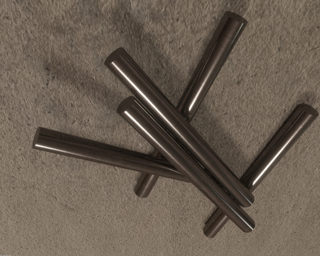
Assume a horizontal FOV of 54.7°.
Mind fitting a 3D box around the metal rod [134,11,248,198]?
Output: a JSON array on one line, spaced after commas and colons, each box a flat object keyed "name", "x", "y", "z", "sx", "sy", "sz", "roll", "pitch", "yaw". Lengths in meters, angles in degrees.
[{"name": "metal rod", "x": 0.024, "y": -0.006, "z": 0.402, "sx": 0.025, "sy": 0.025, "sz": 0.298, "roll": 16, "pitch": 128, "yaw": -14}]

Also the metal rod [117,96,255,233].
[{"name": "metal rod", "x": 0.052, "y": 0.065, "z": 0.414, "sx": 0.025, "sy": 0.025, "sz": 0.300, "roll": -29, "pitch": 125, "yaw": 22}]

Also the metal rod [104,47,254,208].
[{"name": "metal rod", "x": 0.043, "y": 0.019, "z": 0.389, "sx": 0.025, "sy": 0.025, "sz": 0.300, "roll": -30, "pitch": 125, "yaw": 22}]

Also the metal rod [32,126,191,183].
[{"name": "metal rod", "x": -0.009, "y": 0.049, "z": 0.410, "sx": 0.302, "sy": 0.025, "sz": 0.025, "roll": 17, "pitch": 129, "yaw": -30}]

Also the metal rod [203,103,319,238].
[{"name": "metal rod", "x": 0.140, "y": 0.084, "z": 0.481, "sx": 0.025, "sy": 0.025, "sz": 0.298, "roll": 15, "pitch": 129, "yaw": -13}]
